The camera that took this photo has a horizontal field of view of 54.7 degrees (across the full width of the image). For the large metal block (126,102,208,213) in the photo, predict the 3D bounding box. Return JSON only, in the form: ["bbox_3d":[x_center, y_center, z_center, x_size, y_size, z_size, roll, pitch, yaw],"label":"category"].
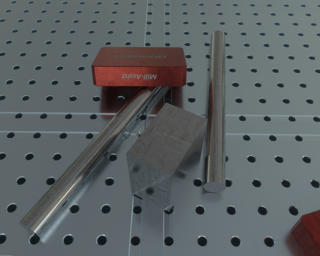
[{"bbox_3d":[0.009,0.033,0.344,0.050,0.080,0.080,24,54,18],"label":"large metal block"}]

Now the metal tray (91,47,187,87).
[{"bbox_3d":[-0.028,-0.094,0.465,0.131,0.030,0.090,0,31,0],"label":"metal tray"}]

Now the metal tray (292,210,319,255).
[{"bbox_3d":[0.216,0.117,0.309,0.131,0.030,0.090,-13,51,-11],"label":"metal tray"}]

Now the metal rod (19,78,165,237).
[{"bbox_3d":[-0.061,0.005,0.402,0.025,0.025,0.301,24,54,18],"label":"metal rod"}]

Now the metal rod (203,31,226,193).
[{"bbox_3d":[0.082,-0.046,0.447,0.025,0.025,0.300,6,50,5],"label":"metal rod"}]
